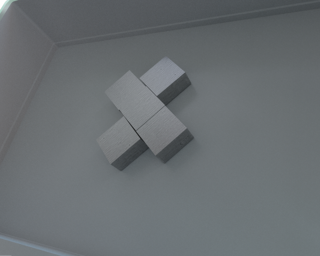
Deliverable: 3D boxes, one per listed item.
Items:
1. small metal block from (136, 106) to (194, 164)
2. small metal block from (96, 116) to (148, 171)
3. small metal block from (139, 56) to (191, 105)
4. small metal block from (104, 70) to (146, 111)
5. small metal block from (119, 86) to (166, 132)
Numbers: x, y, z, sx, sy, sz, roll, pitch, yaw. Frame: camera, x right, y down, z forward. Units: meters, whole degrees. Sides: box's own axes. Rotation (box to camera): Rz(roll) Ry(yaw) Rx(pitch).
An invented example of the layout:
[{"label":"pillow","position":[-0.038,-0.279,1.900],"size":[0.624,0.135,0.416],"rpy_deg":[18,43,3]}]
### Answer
[{"label":"small metal block","position":[0.006,0.008,0.395],"size":[0.050,0.025,0.050],"rpy_deg":[-41,51,0]},{"label":"small metal block","position":[-0.051,0.021,0.418],"size":[0.050,0.025,0.050],"rpy_deg":[-41,51,1]},{"label":"small metal block","position":[0.007,-0.067,0.441],"size":[0.050,0.025,0.050],"rpy_deg":[-40,51,-1]},{"label":"small metal block","position":[-0.046,-0.050,0.458],"size":[0.050,0.025,0.050],"rpy_deg":[-41,51,0]},{"label":"small metal block","position":[-0.020,-0.022,0.426],"size":[0.050,0.025,0.050],"rpy_deg":[-41,51,0]}]
